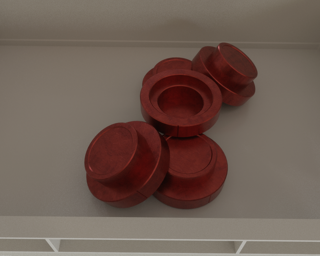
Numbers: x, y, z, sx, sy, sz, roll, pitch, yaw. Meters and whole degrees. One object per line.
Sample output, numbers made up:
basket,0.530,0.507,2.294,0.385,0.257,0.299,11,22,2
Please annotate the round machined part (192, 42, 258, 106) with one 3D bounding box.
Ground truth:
round machined part,0.097,-0.081,0.434,0.099,0.042,0.098,22,43,-22

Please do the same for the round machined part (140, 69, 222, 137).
round machined part,0.025,-0.026,0.386,0.099,0.042,0.098,0,50,0

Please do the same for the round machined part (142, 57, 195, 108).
round machined part,0.024,-0.065,0.446,0.099,0.042,0.098,0,50,0

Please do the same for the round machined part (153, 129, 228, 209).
round machined part,0.030,0.040,0.359,0.099,0.042,0.098,0,50,0

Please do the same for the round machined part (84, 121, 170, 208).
round machined part,-0.042,0.033,0.336,0.098,0.042,0.098,-18,50,23
